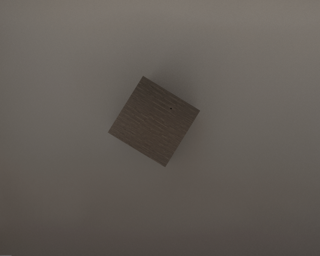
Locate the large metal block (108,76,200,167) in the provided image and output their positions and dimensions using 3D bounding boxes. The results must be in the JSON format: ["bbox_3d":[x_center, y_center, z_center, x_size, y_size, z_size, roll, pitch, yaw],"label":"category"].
[{"bbox_3d":[-0.007,-0.008,0.395,0.080,0.050,0.080,32,89,-1],"label":"large metal block"}]
